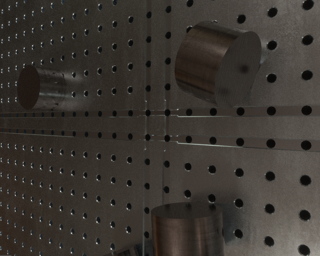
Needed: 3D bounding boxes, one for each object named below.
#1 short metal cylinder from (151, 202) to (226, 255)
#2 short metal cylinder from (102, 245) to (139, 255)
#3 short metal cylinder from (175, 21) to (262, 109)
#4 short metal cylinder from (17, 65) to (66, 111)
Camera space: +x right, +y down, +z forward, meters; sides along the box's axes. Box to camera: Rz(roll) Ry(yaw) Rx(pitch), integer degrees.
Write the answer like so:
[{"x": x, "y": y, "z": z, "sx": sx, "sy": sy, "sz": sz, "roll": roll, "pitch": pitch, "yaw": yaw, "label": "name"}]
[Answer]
[{"x": 0.031, "y": 0.116, "z": 0.346, "sx": 0.080, "sy": 0.081, "sz": 0.050, "roll": -4, "pitch": 87, "yaw": 39, "label": "short metal cylinder"}, {"x": -0.064, "y": 0.200, "z": 0.424, "sx": 0.080, "sy": 0.081, "sz": 0.050, "roll": -30, "pitch": 71, "yaw": 35, "label": "short metal cylinder"}, {"x": 0.061, "y": -0.066, "z": 0.322, "sx": 0.050, "sy": 0.081, "sz": 0.079, "roll": 30, "pitch": 108, "yaw": 36, "label": "short metal cylinder"}, {"x": -0.218, "y": -0.072, "z": 0.569, "sx": 0.080, "sy": 0.050, "sz": 0.079, "roll": 0, "pitch": 90, "yaw": 39, "label": "short metal cylinder"}]
